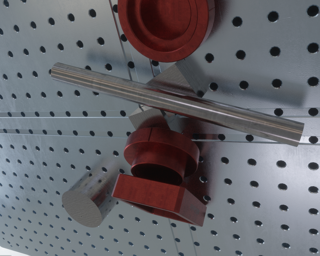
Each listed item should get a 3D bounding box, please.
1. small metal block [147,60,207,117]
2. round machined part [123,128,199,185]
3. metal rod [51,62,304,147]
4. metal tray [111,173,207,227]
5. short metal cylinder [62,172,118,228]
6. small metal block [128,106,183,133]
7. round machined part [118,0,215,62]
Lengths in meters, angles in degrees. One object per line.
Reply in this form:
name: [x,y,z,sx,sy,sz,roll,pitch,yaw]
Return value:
small metal block: [0.019,-0.048,0.372,0.050,0.025,0.050,-29,103,37]
round machined part: [0.000,0.044,0.403,0.098,0.042,0.098,9,146,6]
metal rod: [0.003,-0.033,0.356,0.301,0.025,0.025,16,125,19]
metal tray: [0.005,0.100,0.420,0.090,0.030,0.130,7,159,24]
short metal cylinder: [-0.120,0.124,0.535,0.080,0.050,0.079,13,124,21]
small metal block: [-0.005,-0.006,0.411,0.050,0.025,0.050,-17,110,35]
round machined part: [0.009,-0.121,0.320,0.098,0.042,0.097,13,124,21]
